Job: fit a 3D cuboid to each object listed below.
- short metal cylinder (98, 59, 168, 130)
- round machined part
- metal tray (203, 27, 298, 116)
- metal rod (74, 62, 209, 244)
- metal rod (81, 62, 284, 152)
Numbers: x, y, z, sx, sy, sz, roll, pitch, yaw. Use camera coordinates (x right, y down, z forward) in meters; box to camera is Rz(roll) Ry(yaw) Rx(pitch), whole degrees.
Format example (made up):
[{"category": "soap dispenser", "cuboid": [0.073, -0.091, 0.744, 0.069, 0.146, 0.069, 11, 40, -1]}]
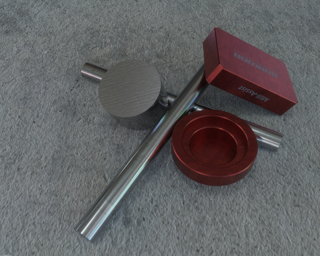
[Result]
[{"category": "short metal cylinder", "cuboid": [-0.033, -0.042, 0.407, 0.080, 0.050, 0.080, -4, 70, 11]}, {"category": "round machined part", "cuboid": [0.063, 0.027, 0.371, 0.099, 0.042, 0.098, 0, 50, 0]}, {"category": "metal tray", "cuboid": [0.124, -0.079, 0.432, 0.131, 0.030, 0.090, 20, 47, -20]}, {"category": "metal rod", "cuboid": [0.005, 0.003, 0.380, 0.025, 0.025, 0.301, 27, 61, 20]}, {"category": "metal rod", "cuboid": [0.018, -0.035, 0.436, 0.301, 0.025, 0.025, 22, 54, 17]}]
